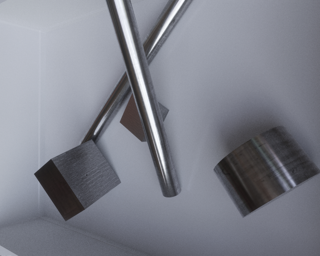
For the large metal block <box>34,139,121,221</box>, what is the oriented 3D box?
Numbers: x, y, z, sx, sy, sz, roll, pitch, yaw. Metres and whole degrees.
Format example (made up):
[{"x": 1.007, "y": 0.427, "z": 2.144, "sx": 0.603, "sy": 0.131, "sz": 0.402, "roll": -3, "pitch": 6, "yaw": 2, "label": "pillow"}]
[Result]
[{"x": -0.118, "y": 0.074, "z": 0.451, "sx": 0.050, "sy": 0.080, "sz": 0.080, "roll": -36, "pitch": 87, "yaw": 34, "label": "large metal block"}]

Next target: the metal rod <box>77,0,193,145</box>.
[{"x": -0.048, "y": -0.064, "z": 0.443, "sx": 0.298, "sy": 0.025, "sz": 0.025, "roll": -52, "pitch": 60, "yaw": 27, "label": "metal rod"}]

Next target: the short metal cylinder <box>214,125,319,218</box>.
[{"x": 0.098, "y": 0.041, "z": 0.289, "sx": 0.080, "sy": 0.081, "sz": 0.050, "roll": -44, "pitch": 64, "yaw": 31, "label": "short metal cylinder"}]

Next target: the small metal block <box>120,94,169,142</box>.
[{"x": -0.022, "y": -0.016, "z": 0.423, "sx": 0.050, "sy": 0.025, "sz": 0.050, "roll": 39, "pitch": 114, "yaw": 32, "label": "small metal block"}]

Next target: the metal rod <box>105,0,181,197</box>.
[{"x": -0.022, "y": -0.054, "z": 0.344, "sx": 0.025, "sy": 0.025, "sz": 0.298, "roll": 2, "pitch": 116, "yaw": 40, "label": "metal rod"}]
